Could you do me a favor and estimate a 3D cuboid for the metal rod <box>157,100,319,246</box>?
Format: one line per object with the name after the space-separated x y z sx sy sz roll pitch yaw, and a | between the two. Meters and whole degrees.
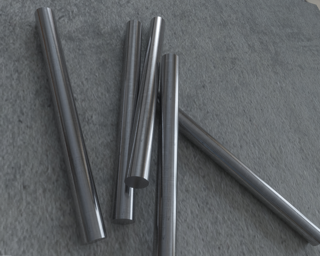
0.105 0.056 0.428 0.300 0.025 0.025 41 51 -1 | metal rod

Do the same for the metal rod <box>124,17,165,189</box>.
-0.014 -0.058 0.411 0.025 0.025 0.300 20 47 -17 | metal rod

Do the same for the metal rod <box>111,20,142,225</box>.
-0.039 -0.030 0.401 0.025 0.025 0.299 13 56 -21 | metal rod

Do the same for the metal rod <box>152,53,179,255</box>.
0.009 0.039 0.365 0.025 0.025 0.299 13 62 -21 | metal rod

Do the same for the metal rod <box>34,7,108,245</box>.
-0.109 -0.021 0.358 0.025 0.025 0.299 -5 64 -31 | metal rod
